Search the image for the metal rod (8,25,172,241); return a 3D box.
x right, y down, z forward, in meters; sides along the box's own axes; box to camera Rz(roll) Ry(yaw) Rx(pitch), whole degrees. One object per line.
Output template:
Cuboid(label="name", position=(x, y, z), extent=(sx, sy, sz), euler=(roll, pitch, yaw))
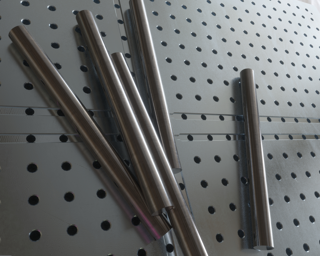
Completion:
Cuboid(label="metal rod", position=(-0.086, -0.001, 0.363), extent=(0.025, 0.025, 0.299), euler=(-31, 79, -38))

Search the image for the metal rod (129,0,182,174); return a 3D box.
Cuboid(label="metal rod", position=(-0.012, -0.077, 0.450), extent=(0.025, 0.025, 0.299), euler=(3, 60, -27))

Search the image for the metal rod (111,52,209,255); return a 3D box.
Cuboid(label="metal rod", position=(-0.008, 0.028, 0.374), extent=(0.025, 0.025, 0.299), euler=(-7, 61, -32))

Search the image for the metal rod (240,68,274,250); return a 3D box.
Cuboid(label="metal rod", position=(0.143, 0.026, 0.471), extent=(0.025, 0.025, 0.300), euler=(18, 54, -18))

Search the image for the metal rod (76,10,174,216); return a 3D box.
Cuboid(label="metal rod", position=(-0.053, -0.037, 0.386), extent=(0.025, 0.025, 0.299), euler=(-8, 60, -32))
